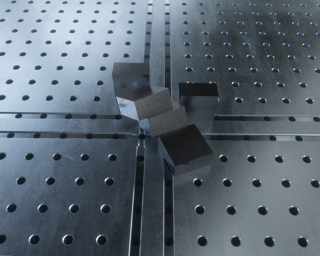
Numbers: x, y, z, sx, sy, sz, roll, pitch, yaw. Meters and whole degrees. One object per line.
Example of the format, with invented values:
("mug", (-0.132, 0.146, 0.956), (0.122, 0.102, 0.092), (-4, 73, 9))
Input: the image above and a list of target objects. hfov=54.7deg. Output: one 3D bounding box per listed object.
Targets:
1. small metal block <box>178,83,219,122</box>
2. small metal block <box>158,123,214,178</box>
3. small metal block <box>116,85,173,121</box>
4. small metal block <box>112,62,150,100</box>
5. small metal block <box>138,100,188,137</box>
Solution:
("small metal block", (0.050, -0.034, 0.421), (0.050, 0.050, 0.025), (1, 50, 0))
("small metal block", (0.031, 0.027, 0.385), (0.050, 0.025, 0.050), (-18, 52, -15))
("small metal block", (-0.020, -0.034, 0.399), (0.050, 0.025, 0.050), (-24, 24, -26))
("small metal block", (-0.040, -0.066, 0.447), (0.050, 0.050, 0.025), (1, 50, 0))
("small metal block", (0.001, -0.015, 0.406), (0.050, 0.025, 0.050), (-20, 23, -16))
